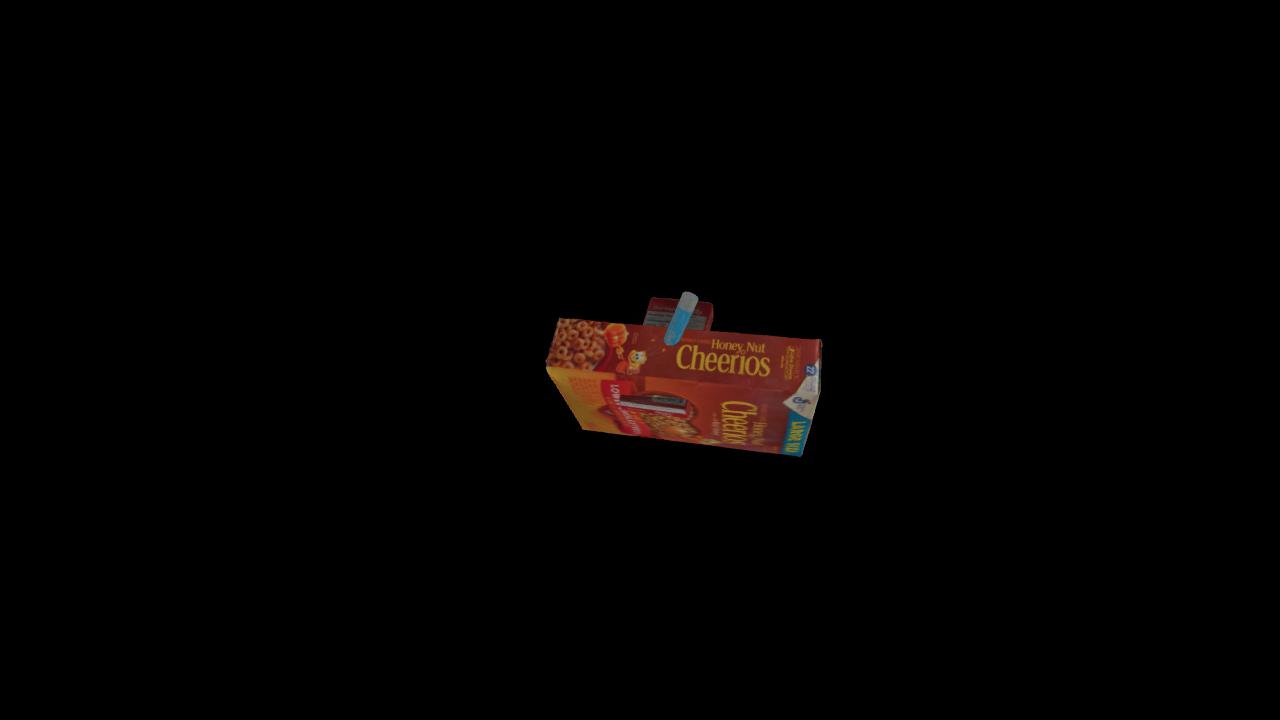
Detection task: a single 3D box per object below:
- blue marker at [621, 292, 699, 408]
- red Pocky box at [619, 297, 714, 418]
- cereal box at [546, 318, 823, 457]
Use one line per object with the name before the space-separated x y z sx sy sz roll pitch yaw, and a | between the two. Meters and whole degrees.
blue marker | 0.034 -0.021 0.687 0.020 0.121 0.020 16 31 -10
red Pocky box | 0.035 -0.006 0.741 0.083 0.155 0.028 7 -32 18
cereal box | 0.059 0.039 0.760 0.306 0.081 0.203 6 -26 11
